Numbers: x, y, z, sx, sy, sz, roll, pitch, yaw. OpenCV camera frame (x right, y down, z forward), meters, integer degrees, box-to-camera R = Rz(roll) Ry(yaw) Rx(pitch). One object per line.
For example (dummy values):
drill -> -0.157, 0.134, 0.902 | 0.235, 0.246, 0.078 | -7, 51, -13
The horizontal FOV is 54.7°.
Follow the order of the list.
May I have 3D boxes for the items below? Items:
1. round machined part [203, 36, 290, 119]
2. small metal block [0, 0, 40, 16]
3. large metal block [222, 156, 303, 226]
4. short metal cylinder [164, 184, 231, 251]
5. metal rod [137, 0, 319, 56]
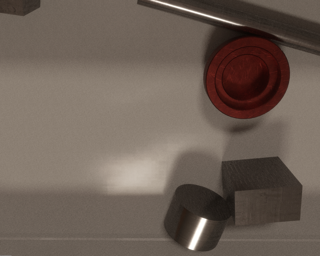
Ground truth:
round machined part -> 0.102, -0.064, 0.380 | 0.099, 0.042, 0.097 | 0, 110, -1
small metal block -> -0.167, -0.145, 0.340 | 0.050, 0.050, 0.025 | 7, 122, -3
large metal block -> 0.131, 0.081, 0.414 | 0.080, 0.080, 0.050 | -5, 110, 1
short metal cylinder -> 0.051, 0.121, 0.428 | 0.080, 0.080, 0.050 | 16, 109, -7
metal rod -> 0.123, -0.119, 0.369 | 0.302, 0.025, 0.025 | 14, 110, -6
